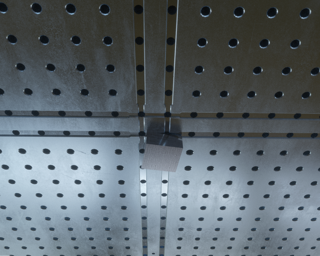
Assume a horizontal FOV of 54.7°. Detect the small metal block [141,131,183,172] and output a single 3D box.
[{"bbox_3d":[0.002,0.035,0.441,0.050,0.025,0.050,7,130,-7],"label":"small metal block"}]
